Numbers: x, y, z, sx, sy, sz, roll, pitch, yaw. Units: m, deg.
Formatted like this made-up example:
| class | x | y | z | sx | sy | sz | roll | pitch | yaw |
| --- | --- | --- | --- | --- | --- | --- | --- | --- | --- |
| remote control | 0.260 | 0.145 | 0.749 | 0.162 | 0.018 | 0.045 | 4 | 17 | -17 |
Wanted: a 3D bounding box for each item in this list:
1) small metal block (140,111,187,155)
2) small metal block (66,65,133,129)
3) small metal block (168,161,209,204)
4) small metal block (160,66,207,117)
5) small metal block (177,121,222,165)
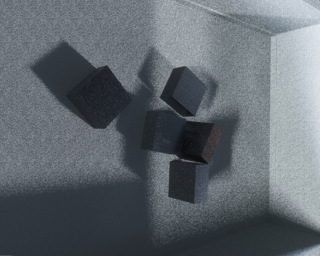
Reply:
| class | x | y | z | sx | sy | sz | roll | pitch | yaw |
| --- | --- | --- | --- | --- | --- | --- | --- | --- | --- |
| small metal block | 0.005 | 0.007 | 0.411 | 0.050 | 0.025 | 0.050 | 15 | 81 | -39 |
| small metal block | -0.067 | -0.034 | 0.350 | 0.050 | 0.025 | 0.050 | -50 | 120 | -28 |
| small metal block | 0.038 | 0.072 | 0.422 | 0.025 | 0.050 | 0.050 | 4 | 88 | -40 |
| small metal block | 0.034 | -0.050 | 0.435 | 0.050 | 0.025 | 0.050 | 37 | 67 | -34 |
| small metal block | 0.051 | 0.019 | 0.431 | 0.025 | 0.050 | 0.050 | 44 | 63 | -42 |
